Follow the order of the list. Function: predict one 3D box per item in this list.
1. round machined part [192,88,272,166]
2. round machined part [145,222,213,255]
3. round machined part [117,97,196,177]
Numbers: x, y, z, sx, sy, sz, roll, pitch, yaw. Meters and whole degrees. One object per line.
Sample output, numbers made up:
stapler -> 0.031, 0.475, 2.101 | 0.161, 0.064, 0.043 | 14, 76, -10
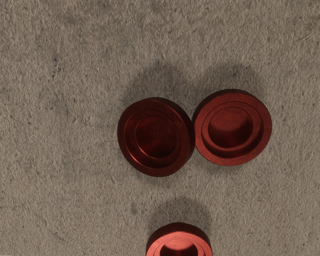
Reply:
round machined part -> 0.089, -0.004, 0.400 | 0.099, 0.042, 0.097 | -1, 110, -1
round machined part -> 0.028, 0.183, 0.469 | 0.099, 0.042, 0.097 | 0, 110, -1
round machined part -> -0.001, 0.009, 0.391 | 0.098, 0.042, 0.097 | 7, 108, 24
